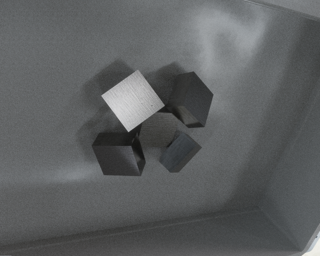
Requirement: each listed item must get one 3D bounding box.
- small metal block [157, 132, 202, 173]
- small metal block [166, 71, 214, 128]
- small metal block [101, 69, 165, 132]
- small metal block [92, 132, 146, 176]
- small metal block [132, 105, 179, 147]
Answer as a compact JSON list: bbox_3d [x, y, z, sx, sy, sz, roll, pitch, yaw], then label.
[{"bbox_3d":[0.029,0.035,0.429,0.050,0.025,0.050,-48,163,5],"label":"small metal block"},{"bbox_3d":[0.039,-0.034,0.390,0.050,0.025,0.050,40,58,-39],"label":"small metal block"},{"bbox_3d":[-0.030,-0.030,0.355,0.050,0.025,0.050,-36,92,-3],"label":"small metal block"},{"bbox_3d":[-0.050,0.033,0.384,0.050,0.025,0.050,-1,128,16],"label":"small metal block"},{"bbox_3d":[-0.007,-0.003,0.400,0.050,0.025,0.050,1,118,-29],"label":"small metal block"}]
